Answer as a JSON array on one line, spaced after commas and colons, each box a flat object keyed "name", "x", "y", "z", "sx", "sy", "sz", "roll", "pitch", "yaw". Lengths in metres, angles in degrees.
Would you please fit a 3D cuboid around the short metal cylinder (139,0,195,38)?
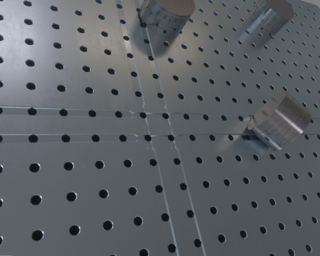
[{"name": "short metal cylinder", "x": 0.012, "y": -0.200, "z": 0.520, "sx": 0.081, "sy": 0.050, "sz": 0.080, "roll": 14, "pitch": 56, "yaw": -21}]

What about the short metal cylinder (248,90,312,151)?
[{"name": "short metal cylinder", "x": 0.183, "y": -0.011, "z": 0.478, "sx": 0.050, "sy": 0.080, "sz": 0.080, "roll": 41, "pitch": 51, "yaw": -1}]

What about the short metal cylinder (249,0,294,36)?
[{"name": "short metal cylinder", "x": 0.242, "y": -0.250, "z": 0.674, "sx": 0.081, "sy": 0.050, "sz": 0.080, "roll": 14, "pitch": 56, "yaw": -21}]
